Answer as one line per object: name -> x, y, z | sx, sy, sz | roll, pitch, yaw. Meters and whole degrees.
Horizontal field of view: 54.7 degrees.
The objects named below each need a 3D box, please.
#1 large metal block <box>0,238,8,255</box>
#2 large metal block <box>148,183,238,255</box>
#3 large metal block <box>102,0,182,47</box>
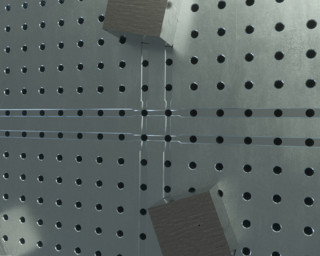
large metal block -> -0.301, 0.197, 0.487 | 0.050, 0.080, 0.080 | -31, 80, 17
large metal block -> 0.042, 0.122, 0.384 | 0.080, 0.050, 0.080 | -21, 83, 18
large metal block -> -0.020, -0.158, 0.406 | 0.080, 0.050, 0.079 | 14, 95, 19
